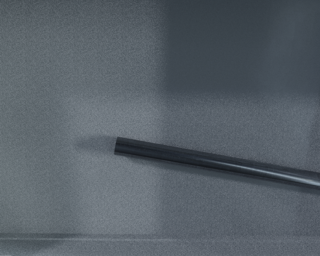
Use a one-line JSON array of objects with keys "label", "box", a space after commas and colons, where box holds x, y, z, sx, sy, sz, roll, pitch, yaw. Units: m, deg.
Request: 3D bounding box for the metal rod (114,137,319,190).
[{"label": "metal rod", "box": [0.088, 0.051, 0.430, 0.302, 0.025, 0.025, 10, 110, -4]}]
